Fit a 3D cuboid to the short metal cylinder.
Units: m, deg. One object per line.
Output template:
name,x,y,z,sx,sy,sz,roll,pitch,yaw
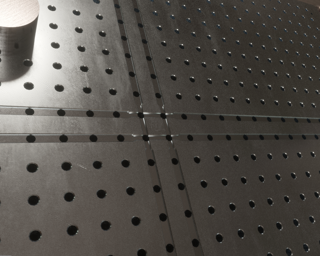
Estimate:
short metal cylinder,-0.191,-0.134,0.371,0.081,0.050,0.080,14,56,-21
